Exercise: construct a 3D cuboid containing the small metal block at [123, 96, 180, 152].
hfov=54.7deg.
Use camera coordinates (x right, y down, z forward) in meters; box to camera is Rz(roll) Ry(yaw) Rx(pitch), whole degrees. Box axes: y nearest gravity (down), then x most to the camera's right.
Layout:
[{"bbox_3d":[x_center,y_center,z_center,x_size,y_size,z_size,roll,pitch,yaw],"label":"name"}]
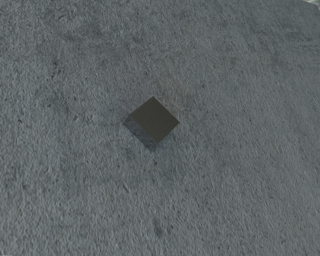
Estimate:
[{"bbox_3d":[-0.011,-0.006,0.405,0.050,0.025,0.050,45,51,3],"label":"small metal block"}]
